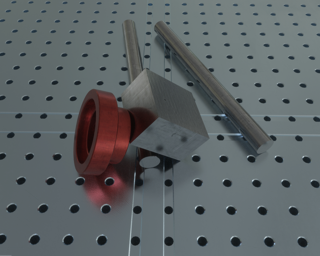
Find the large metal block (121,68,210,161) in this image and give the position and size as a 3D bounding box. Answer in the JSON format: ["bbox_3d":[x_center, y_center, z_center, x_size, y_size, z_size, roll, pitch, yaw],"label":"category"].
[{"bbox_3d":[0.005,-0.015,0.378,0.080,0.050,0.080,22,38,-37],"label":"large metal block"}]

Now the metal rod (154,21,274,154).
[{"bbox_3d":[0.067,-0.079,0.475,0.025,0.025,0.300,-20,53,-17],"label":"metal rod"}]

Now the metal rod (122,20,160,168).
[{"bbox_3d":[-0.034,-0.072,0.467,0.025,0.025,0.300,-6,50,-6],"label":"metal rod"}]

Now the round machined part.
[{"bbox_3d":[-0.066,0.006,0.361,0.042,0.097,0.098,10,45,-28],"label":"round machined part"}]
